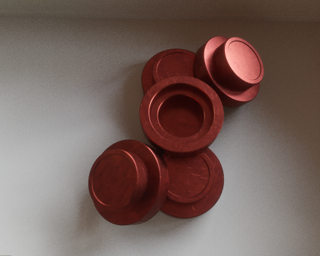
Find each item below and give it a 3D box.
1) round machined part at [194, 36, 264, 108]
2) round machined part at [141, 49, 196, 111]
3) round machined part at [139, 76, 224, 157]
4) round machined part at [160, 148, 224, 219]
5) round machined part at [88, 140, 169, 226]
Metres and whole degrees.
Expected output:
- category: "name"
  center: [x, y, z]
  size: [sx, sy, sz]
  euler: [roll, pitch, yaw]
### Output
- category: "round machined part"
  center: [0.097, -0.079, 0.406]
  size: [0.099, 0.042, 0.098]
  euler: [13, 64, -28]
- category: "round machined part"
  center: [0.024, -0.068, 0.424]
  size: [0.099, 0.042, 0.098]
  euler: [0, 70, -1]
- category: "round machined part"
  center: [0.025, -0.011, 0.380]
  size: [0.099, 0.042, 0.098]
  euler: [0, 70, -1]
- category: "round machined part"
  center: [0.029, 0.059, 0.377]
  size: [0.099, 0.042, 0.098]
  euler: [0, 70, -1]
- category: "round machined part"
  center: [-0.042, 0.061, 0.354]
  size: [0.098, 0.042, 0.098]
  euler: [-9, 72, 28]
